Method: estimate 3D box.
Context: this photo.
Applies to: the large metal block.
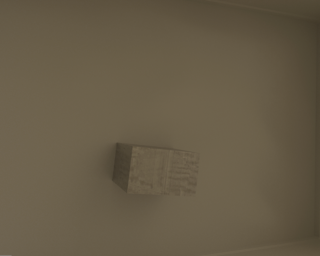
[{"bbox_3d":[-0.008,0.049,0.378,0.081,0.080,0.050,7,88,-20],"label":"large metal block"}]
